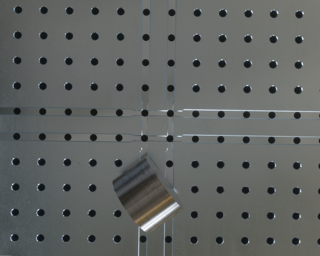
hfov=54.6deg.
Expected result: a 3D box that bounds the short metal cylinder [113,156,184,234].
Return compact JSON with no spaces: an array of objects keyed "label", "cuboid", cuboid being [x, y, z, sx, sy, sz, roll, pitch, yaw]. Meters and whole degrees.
[{"label":"short metal cylinder","cuboid":[-0.014,0.082,0.386,0.050,0.080,0.080,-36,90,0]}]
